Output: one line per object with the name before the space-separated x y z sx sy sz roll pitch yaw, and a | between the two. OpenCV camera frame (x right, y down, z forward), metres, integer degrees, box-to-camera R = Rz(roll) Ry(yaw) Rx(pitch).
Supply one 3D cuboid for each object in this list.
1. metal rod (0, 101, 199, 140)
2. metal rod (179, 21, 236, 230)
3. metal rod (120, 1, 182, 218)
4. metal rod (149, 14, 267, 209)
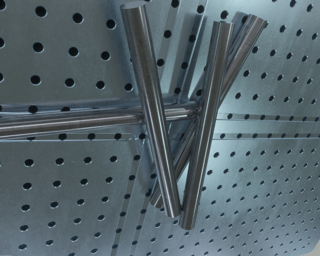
metal rod | -0.090 -0.008 0.356 0.302 0.025 0.025 -7 121 -25
metal rod | 0.058 0.013 0.417 0.025 0.025 0.298 -5 117 -26
metal rod | -0.003 0.004 0.377 0.025 0.025 0.298 -22 127 -15
metal rod | 0.059 -0.011 0.435 0.025 0.025 0.298 15 111 -34
